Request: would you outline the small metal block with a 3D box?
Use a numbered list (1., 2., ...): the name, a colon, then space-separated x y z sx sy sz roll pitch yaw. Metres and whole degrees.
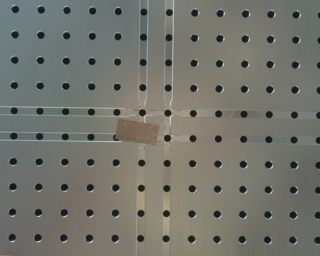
1. small metal block: -0.028 0.005 0.401 0.050 0.050 0.025 9 90 -1
